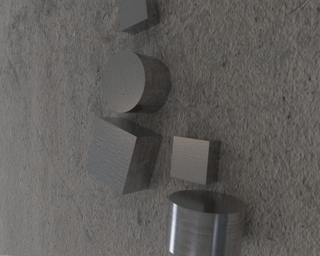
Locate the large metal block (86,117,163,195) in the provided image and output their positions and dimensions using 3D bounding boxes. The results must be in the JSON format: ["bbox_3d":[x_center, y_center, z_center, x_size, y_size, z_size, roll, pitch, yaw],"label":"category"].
[{"bbox_3d":[-0.051,0.035,0.431,0.080,0.050,0.079,25,106,37],"label":"large metal block"}]

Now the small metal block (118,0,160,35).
[{"bbox_3d":[-0.030,-0.164,0.429,0.050,0.025,0.050,-9,84,39],"label":"small metal block"}]

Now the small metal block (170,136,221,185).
[{"bbox_3d":[0.042,0.037,0.370,0.050,0.025,0.050,8,95,39],"label":"small metal block"}]

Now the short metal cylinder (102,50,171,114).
[{"bbox_3d":[-0.032,-0.060,0.415,0.080,0.050,0.080,0,90,40],"label":"short metal cylinder"}]

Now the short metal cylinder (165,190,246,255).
[{"bbox_3d":[0.048,0.102,0.330,0.080,0.081,0.050,8,95,39],"label":"short metal cylinder"}]
